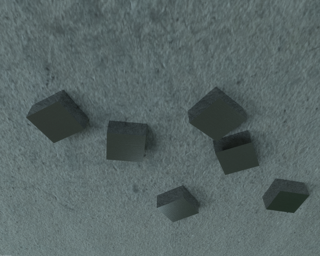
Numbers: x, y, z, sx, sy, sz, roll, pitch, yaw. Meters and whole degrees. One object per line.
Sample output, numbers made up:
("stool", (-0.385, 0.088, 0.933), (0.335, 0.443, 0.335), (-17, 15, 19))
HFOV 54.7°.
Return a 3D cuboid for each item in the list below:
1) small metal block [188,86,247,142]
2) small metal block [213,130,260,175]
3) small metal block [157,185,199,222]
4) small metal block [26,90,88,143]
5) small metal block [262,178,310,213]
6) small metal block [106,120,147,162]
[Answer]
("small metal block", (0.072, -0.017, 0.394), (0.050, 0.025, 0.050), (33, 123, -25))
("small metal block", (0.108, 0.036, 0.439), (0.050, 0.025, 0.050), (-18, 128, 14))
("small metal block", (0.030, 0.127, 0.516), (0.050, 0.025, 0.050), (-26, 126, 20))
("small metal block", (-0.129, -0.014, 0.394), (0.050, 0.025, 0.050), (-23, 127, 18))
("small metal block", (0.204, 0.111, 0.505), (0.050, 0.025, 0.050), (10, 130, -9))
("small metal block", (-0.046, 0.019, 0.423), (0.050, 0.025, 0.050), (5, 130, -5))
